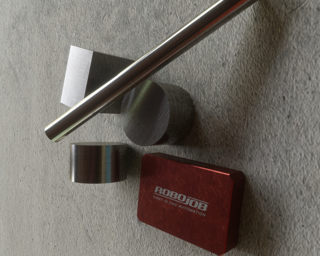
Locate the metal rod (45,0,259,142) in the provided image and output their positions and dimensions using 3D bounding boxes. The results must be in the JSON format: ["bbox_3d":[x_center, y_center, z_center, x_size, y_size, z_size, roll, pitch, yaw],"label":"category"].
[{"bbox_3d":[-0.018,-0.070,0.361,0.300,0.025,0.025,-33,69,15],"label":"metal rod"}]

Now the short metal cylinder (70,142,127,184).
[{"bbox_3d":[-0.087,0.047,0.441,0.080,0.081,0.050,1,91,40],"label":"short metal cylinder"}]

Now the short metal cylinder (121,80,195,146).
[{"bbox_3d":[-0.004,-0.018,0.392,0.080,0.050,0.079,0,90,40],"label":"short metal cylinder"}]

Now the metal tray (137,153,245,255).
[{"bbox_3d":[0.032,0.085,0.375,0.130,0.030,0.089,9,96,39],"label":"metal tray"}]

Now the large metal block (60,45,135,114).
[{"bbox_3d":[-0.085,-0.066,0.439,0.050,0.081,0.079,23,105,37],"label":"large metal block"}]
